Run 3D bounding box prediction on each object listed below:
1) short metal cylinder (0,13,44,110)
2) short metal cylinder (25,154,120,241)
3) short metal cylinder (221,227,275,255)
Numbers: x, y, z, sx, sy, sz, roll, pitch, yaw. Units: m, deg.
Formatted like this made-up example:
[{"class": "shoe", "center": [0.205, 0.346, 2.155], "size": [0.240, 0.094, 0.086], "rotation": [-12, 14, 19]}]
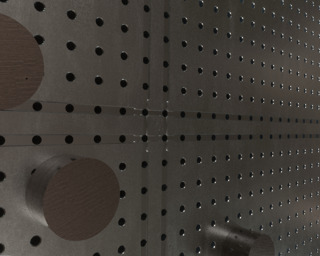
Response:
[{"class": "short metal cylinder", "center": [-0.150, -0.054, 0.268], "size": [0.081, 0.050, 0.079], "rotation": [0, 90, -40]}, {"class": "short metal cylinder", "center": [-0.089, 0.069, 0.320], "size": [0.081, 0.050, 0.079], "rotation": [0, 90, -40]}, {"class": "short metal cylinder", "center": [0.149, 0.214, 0.522], "size": [0.081, 0.050, 0.079], "rotation": [0, 90, -40]}]
